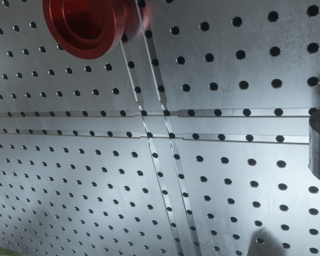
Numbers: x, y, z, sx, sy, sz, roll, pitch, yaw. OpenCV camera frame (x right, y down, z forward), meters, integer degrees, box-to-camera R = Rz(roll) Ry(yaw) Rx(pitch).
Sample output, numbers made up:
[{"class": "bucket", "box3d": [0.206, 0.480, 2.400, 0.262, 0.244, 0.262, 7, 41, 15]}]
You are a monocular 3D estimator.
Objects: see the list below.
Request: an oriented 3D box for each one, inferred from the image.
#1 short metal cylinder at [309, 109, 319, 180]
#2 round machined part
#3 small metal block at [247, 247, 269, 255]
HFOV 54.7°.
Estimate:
[{"class": "short metal cylinder", "box3d": [0.183, 0.015, 0.288, 0.080, 0.080, 0.050, 2, 119, 27]}, {"class": "round machined part", "box3d": [-0.083, -0.134, 0.362, 0.098, 0.042, 0.097, 13, 124, 21]}, {"class": "small metal block", "box3d": [0.149, 0.212, 0.448, 0.050, 0.050, 0.025, 41, 129, 0]}]
